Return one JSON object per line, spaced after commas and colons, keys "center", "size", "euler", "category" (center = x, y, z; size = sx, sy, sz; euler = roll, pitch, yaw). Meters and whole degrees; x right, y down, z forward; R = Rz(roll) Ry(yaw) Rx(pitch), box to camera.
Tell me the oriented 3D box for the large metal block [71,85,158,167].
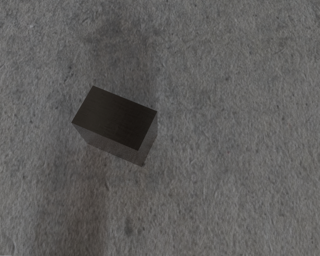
{"center": [-0.050, 0.001, 0.378], "size": [0.080, 0.080, 0.050], "euler": [22, 72, 7], "category": "large metal block"}
